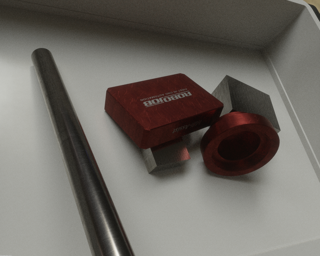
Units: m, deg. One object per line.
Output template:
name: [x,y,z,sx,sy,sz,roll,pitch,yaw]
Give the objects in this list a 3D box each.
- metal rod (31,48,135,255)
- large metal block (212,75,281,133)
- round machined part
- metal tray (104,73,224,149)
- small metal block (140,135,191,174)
metal rod: [-0.083,0.004,0.283,0.025,0.025,0.300,-3,39,-30]
large metal block: [0.122,-0.023,0.461,0.080,0.050,0.080,22,41,-16]
round machined part: [0.101,0.017,0.409,0.099,0.097,0.042,14,39,-21]
metal tray: [0.007,-0.028,0.403,0.131,0.030,0.090,-18,48,-35]
small metal block: [0.004,0.026,0.394,0.050,0.025,0.050,-8,66,-32]
